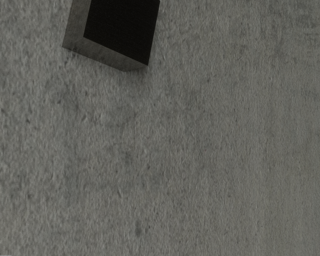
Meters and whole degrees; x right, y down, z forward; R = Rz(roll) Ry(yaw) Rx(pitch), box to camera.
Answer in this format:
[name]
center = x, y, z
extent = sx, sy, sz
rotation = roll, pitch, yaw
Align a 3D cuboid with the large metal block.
[large metal block]
center = -0.053, -0.117, 0.345
extent = 0.081, 0.050, 0.080
rotation = 17, 80, -39
